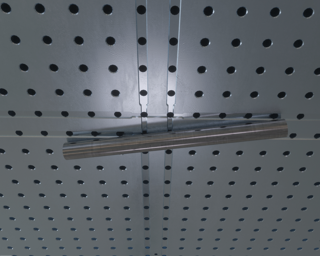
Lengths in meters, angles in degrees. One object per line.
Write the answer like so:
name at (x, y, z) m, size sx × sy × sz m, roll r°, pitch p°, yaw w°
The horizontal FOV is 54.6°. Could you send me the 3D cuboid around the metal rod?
metal rod at (0.017, 0.016, 0.425) m, size 0.301 × 0.025 × 0.025 m, roll -6°, pitch 130°, yaw 5°
